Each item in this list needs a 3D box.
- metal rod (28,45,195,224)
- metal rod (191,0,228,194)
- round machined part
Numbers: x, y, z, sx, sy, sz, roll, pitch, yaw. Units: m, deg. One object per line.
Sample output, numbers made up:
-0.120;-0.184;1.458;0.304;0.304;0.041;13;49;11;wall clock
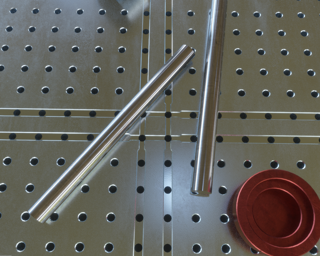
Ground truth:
-0.053;-0.003;0.412;0.025;0.025;0.301;37;74;12;metal rod
0.072;-0.059;0.434;0.025;0.025;0.299;8;70;2;metal rod
0.135;0.101;0.367;0.099;0.042;0.098;0;70;-1;round machined part
